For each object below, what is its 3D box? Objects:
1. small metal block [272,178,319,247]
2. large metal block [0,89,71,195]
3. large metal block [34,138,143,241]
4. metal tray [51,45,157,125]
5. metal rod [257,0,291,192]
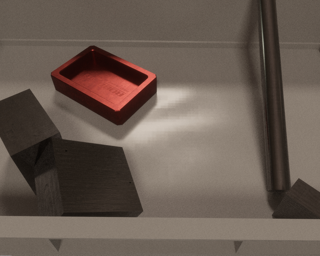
[{"bbox_3d":[0.150,0.087,0.318,0.050,0.050,0.025,37,59,26],"label":"small metal block"},{"bbox_3d":[-0.145,0.016,0.354,0.050,0.080,0.080,-30,56,-23],"label":"large metal block"},{"bbox_3d":[-0.074,0.061,0.311,0.081,0.050,0.080,11,41,-39],"label":"large metal block"},{"bbox_3d":[-0.081,-0.067,0.457,0.130,0.030,0.090,29,55,21],"label":"metal tray"},{"bbox_3d":[0.142,-0.071,0.396,0.025,0.025,0.299,2,72,1],"label":"metal rod"}]
